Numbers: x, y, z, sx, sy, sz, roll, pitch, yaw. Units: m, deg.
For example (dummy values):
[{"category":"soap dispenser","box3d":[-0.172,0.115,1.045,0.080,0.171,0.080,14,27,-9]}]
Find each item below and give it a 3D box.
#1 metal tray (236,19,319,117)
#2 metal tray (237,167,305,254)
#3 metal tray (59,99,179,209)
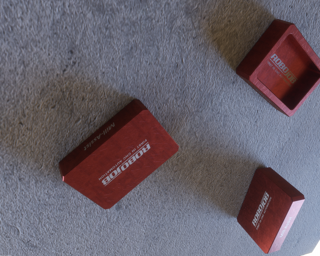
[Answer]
[{"category":"metal tray","box3d":[0.180,-0.082,0.450,0.131,0.030,0.090,29,102,-38]},{"category":"metal tray","box3d":[0.196,0.148,0.563,0.030,0.090,0.129,-3,120,-27]},{"category":"metal tray","box3d":[-0.050,0.037,0.399,0.130,0.030,0.090,-40,130,-1]}]
